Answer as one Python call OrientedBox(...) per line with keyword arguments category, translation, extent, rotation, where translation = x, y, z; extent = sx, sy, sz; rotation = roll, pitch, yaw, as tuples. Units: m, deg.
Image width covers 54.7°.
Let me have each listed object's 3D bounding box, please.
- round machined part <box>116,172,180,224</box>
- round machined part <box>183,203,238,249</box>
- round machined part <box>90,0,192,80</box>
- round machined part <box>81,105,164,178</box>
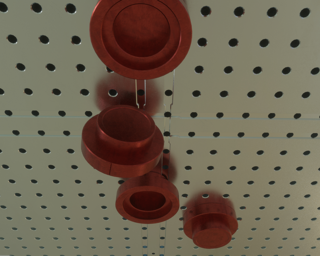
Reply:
OrientedBox(category="round machined part", translation=(-0.019, 0.107, 0.492), extent=(0.099, 0.042, 0.097), rotation=(-1, 130, 0))
OrientedBox(category="round machined part", translation=(0.091, 0.181, 0.556), extent=(0.099, 0.042, 0.097), rotation=(-1, 130, 0))
OrientedBox(category="round machined part", translation=(-0.018, -0.102, 0.314), extent=(0.099, 0.042, 0.097), rotation=(-1, 130, 0))
OrientedBox(category="round machined part", translation=(-0.043, 0.009, 0.370), extent=(0.099, 0.098, 0.042), rotation=(9, 129, -8))
